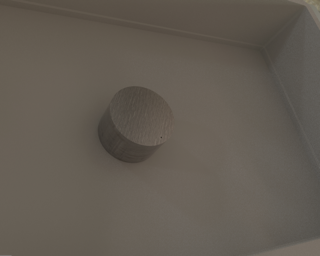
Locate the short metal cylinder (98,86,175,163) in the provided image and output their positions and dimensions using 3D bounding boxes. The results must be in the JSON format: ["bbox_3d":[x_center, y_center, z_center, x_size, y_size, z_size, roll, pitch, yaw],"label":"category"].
[{"bbox_3d":[-0.029,-0.004,0.377,0.081,0.050,0.080,14,56,-21],"label":"short metal cylinder"}]
